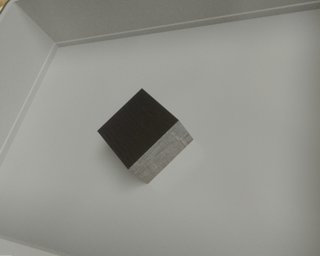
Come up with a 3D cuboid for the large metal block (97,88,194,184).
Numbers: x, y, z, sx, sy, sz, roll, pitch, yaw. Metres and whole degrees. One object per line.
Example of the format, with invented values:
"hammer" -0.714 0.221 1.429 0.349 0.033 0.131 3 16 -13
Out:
"large metal block" -0.019 0.009 0.395 0.080 0.050 0.080 -44 51 -3
